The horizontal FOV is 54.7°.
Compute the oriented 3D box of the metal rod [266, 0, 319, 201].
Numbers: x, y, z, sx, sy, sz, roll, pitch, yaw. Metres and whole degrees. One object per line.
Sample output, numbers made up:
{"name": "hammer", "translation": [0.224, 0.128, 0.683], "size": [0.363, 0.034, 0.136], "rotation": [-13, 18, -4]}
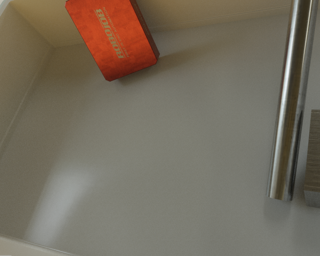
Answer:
{"name": "metal rod", "translation": [0.137, -0.079, 0.305], "size": [0.025, 0.025, 0.298], "rotation": [7, 90, 31]}

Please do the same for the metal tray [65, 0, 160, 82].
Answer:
{"name": "metal tray", "translation": [-0.067, -0.144, 0.460], "size": [0.090, 0.130, 0.030], "rotation": [-18, 27, 18]}

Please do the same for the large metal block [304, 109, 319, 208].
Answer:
{"name": "large metal block", "translation": [0.178, 0.031, 0.277], "size": [0.080, 0.050, 0.080], "rotation": [3, 63, 29]}
